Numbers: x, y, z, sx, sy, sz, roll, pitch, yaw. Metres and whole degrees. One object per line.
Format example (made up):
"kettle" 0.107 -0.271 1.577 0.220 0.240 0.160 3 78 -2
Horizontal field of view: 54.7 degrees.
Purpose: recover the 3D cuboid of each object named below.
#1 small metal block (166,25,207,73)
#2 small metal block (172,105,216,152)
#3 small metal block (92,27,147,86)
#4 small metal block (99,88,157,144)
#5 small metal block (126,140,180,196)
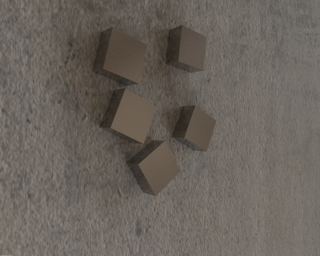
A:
"small metal block" 0.038 -0.110 0.439 0.050 0.025 0.050 10 84 -40
"small metal block" 0.051 0.001 0.450 0.050 0.025 0.050 32 70 -36
"small metal block" -0.047 -0.083 0.367 0.050 0.025 0.050 18 78 -39
"small metal block" -0.038 -0.013 0.375 0.050 0.025 0.050 30 72 -36
"small metal block" -0.007 0.051 0.401 0.050 0.025 0.050 -40 115 -33
